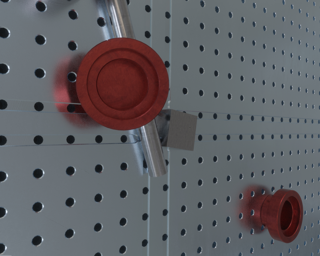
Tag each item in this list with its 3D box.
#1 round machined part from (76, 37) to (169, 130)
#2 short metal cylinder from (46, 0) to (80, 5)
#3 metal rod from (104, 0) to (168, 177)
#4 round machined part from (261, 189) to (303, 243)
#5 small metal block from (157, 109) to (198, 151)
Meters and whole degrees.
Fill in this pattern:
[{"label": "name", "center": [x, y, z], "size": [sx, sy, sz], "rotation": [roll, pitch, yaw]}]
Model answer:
[{"label": "round machined part", "center": [-0.043, -0.048, 0.346], "size": [0.099, 0.042, 0.097], "rotation": [-2, 99, -14]}, {"label": "short metal cylinder", "center": [-0.096, -0.172, 0.312], "size": [0.081, 0.050, 0.079], "rotation": [0, 90, -40]}, {"label": "metal rod", "center": [-0.036, -0.083, 0.378], "size": [0.025, 0.025, 0.298], "rotation": [-23, 104, -38]}, {"label": "round machined part", "center": [0.230, 0.165, 0.592], "size": [0.099, 0.042, 0.097], "rotation": [0, 90, -40]}, {"label": "small metal block", "center": [0.023, 0.004, 0.429], "size": [0.050, 0.025, 0.050], "rotation": [12, 82, -39]}]
